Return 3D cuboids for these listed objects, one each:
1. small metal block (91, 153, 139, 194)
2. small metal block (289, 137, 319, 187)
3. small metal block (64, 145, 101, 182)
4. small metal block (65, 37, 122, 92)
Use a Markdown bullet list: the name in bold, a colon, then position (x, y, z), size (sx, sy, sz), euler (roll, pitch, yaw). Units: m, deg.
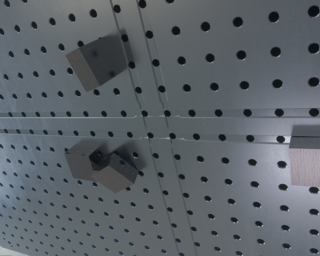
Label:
- **small metal block**: position (-0.071, 0.072, 0.486), size (0.050, 0.025, 0.050), euler (40, 131, -20)
- **small metal block**: position (0.172, 0.038, 0.344), size (0.050, 0.025, 0.050), euler (0, 118, 28)
- **small metal block**: position (-0.124, 0.059, 0.514), size (0.050, 0.025, 0.050), euler (4, 120, 26)
- **small metal block**: position (-0.082, -0.080, 0.389), size (0.025, 0.050, 0.050), euler (-16, 110, 34)
